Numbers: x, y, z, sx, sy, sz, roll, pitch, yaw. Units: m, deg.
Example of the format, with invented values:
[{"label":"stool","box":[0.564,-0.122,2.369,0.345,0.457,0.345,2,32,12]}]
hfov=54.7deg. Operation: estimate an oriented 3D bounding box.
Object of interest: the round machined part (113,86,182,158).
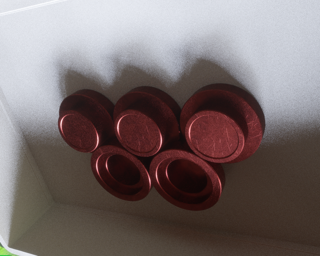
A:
[{"label":"round machined part","box":[-0.020,-0.002,0.404,0.098,0.042,0.097,13,123,21]}]

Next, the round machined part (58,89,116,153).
[{"label":"round machined part","box":[-0.107,-0.003,0.449,0.098,0.042,0.097,12,123,20]}]

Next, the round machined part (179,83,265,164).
[{"label":"round machined part","box":[0.068,0.001,0.359,0.098,0.042,0.097,13,123,21]}]

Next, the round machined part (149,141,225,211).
[{"label":"round machined part","box":[0.039,0.059,0.411,0.098,0.042,0.097,13,124,21]}]

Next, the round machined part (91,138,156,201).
[{"label":"round machined part","box":[-0.049,0.056,0.456,0.098,0.042,0.097,13,124,21]}]
